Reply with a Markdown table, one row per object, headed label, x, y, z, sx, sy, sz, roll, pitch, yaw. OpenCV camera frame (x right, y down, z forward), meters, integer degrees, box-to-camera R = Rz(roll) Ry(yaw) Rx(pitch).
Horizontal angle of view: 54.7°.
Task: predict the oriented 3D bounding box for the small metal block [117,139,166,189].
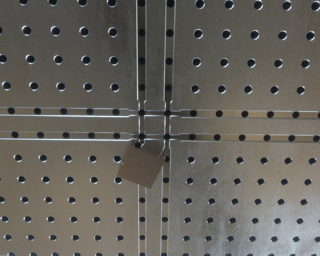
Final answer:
| label | x | y | z | sx | sy | sz | roll | pitch | yaw |
| --- | --- | --- | --- | --- | --- | --- | --- | --- | --- |
| small metal block | -0.026 | 0.050 | 0.432 | 0.050 | 0.025 | 0.050 | 23 | 108 | -9 |
